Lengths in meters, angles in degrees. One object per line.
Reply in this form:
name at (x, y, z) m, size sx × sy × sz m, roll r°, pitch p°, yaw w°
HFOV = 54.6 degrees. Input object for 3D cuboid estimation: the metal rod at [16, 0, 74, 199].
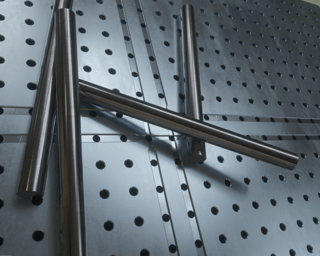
metal rod at (-0.132, -0.065, 0.376) m, size 0.025 × 0.025 × 0.299 m, roll 11°, pitch 57°, yaw -22°

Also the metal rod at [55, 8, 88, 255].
metal rod at (-0.099, -0.005, 0.338) m, size 0.025 × 0.025 × 0.299 m, roll 3°, pitch 66°, yaw -27°

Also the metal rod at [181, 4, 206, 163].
metal rod at (0.049, -0.087, 0.486) m, size 0.025 × 0.025 × 0.300 m, roll 14°, pitch 56°, yaw -21°

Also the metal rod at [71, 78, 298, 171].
metal rod at (0.036, -0.002, 0.399) m, size 0.301 × 0.025 × 0.025 m, roll 19°, pitch 54°, yaw -7°
